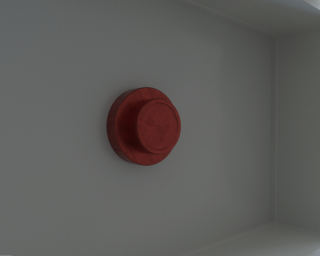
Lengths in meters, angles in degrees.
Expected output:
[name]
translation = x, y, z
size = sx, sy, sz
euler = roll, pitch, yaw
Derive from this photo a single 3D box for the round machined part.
[round machined part]
translation = -0.013, -0.002, 0.384
size = 0.099, 0.042, 0.097
euler = 0, 90, -40
